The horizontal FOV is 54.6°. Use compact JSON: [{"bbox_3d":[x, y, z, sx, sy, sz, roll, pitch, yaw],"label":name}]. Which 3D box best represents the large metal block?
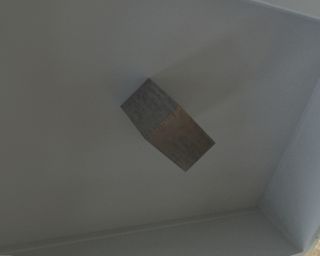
[{"bbox_3d":[0.009,-0.004,0.374,0.050,0.080,0.080,-45,129,3],"label":"large metal block"}]
